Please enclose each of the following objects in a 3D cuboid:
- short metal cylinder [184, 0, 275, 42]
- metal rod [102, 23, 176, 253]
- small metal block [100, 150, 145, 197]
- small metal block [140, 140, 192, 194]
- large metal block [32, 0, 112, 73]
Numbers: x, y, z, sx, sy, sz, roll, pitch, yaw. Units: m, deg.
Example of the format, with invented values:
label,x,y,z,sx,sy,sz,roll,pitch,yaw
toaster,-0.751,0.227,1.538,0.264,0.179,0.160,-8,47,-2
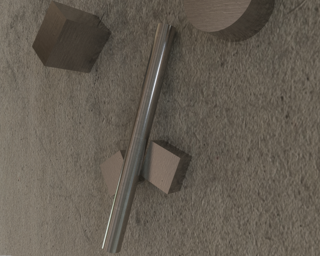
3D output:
label,x,y,z,sx,sy,sz,roll,pitch,yaw
short metal cylinder,0.073,-0.136,0.327,0.080,0.050,0.079,0,90,39
metal rod,-0.028,0.015,0.403,0.025,0.025,0.298,16,93,38
small metal block,-0.055,0.065,0.448,0.050,0.025,0.050,-36,68,33
small metal block,0.007,0.049,0.397,0.050,0.025,0.050,29,108,36
large metal block,-0.136,-0.137,0.478,0.050,0.081,0.080,52,120,27
